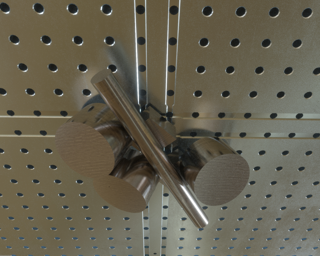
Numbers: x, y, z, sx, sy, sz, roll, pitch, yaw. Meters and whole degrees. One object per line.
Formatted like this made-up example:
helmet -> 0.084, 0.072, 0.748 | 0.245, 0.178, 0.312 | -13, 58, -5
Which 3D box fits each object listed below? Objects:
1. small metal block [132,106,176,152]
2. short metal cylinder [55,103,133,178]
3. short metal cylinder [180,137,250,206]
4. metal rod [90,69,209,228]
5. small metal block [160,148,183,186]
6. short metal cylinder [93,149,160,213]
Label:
small metal block -> -0.014, 0.006, 0.412 | 0.050, 0.025, 0.050 | -36, 122, 26
short metal cylinder -> -0.081, 0.015, 0.385 | 0.080, 0.050, 0.079 | 11, 123, 17
short metal cylinder -> 0.074, 0.059, 0.424 | 0.081, 0.050, 0.079 | -8, 116, -17
metal rod -> 0.002, 0.048, 0.414 | 0.025, 0.025, 0.299 | -20, 127, 16
small metal block -> 0.023, 0.064, 0.462 | 0.050, 0.025, 0.050 | -33, 123, 24
short metal cylinder -> -0.046, 0.074, 0.435 | 0.080, 0.050, 0.079 | 16, 137, 16
